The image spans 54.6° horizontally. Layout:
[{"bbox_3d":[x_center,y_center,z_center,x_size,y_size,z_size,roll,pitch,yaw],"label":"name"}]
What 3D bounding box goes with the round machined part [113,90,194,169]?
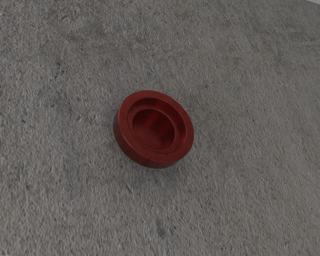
[{"bbox_3d":[-0.011,0.005,0.383,0.099,0.042,0.098,13,56,-21],"label":"round machined part"}]
